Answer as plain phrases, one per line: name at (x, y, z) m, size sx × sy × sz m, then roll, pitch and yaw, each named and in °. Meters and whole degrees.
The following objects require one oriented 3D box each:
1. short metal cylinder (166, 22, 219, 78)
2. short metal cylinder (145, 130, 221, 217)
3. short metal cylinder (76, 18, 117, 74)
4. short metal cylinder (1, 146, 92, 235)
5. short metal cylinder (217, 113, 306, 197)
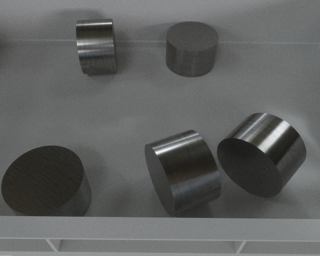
short metal cylinder at (0.050, -0.126, 0.496) m, size 0.081 × 0.050 × 0.080 m, roll 0°, pitch 50°, yaw 0°
short metal cylinder at (0.022, 0.047, 0.330) m, size 0.050 × 0.080 × 0.080 m, roll -18°, pitch 53°, yaw -15°
short metal cylinder at (-0.094, -0.124, 0.472) m, size 0.050 × 0.080 × 0.080 m, roll -5°, pitch 50°, yaw -5°
short metal cylinder at (-0.118, 0.066, 0.332) m, size 0.081 × 0.050 × 0.080 m, roll 0°, pitch 50°, yaw 0°
short metal cylinder at (0.112, 0.030, 0.346) m, size 0.080 × 0.080 × 0.050 m, roll 37°, pitch 59°, yaw 26°
